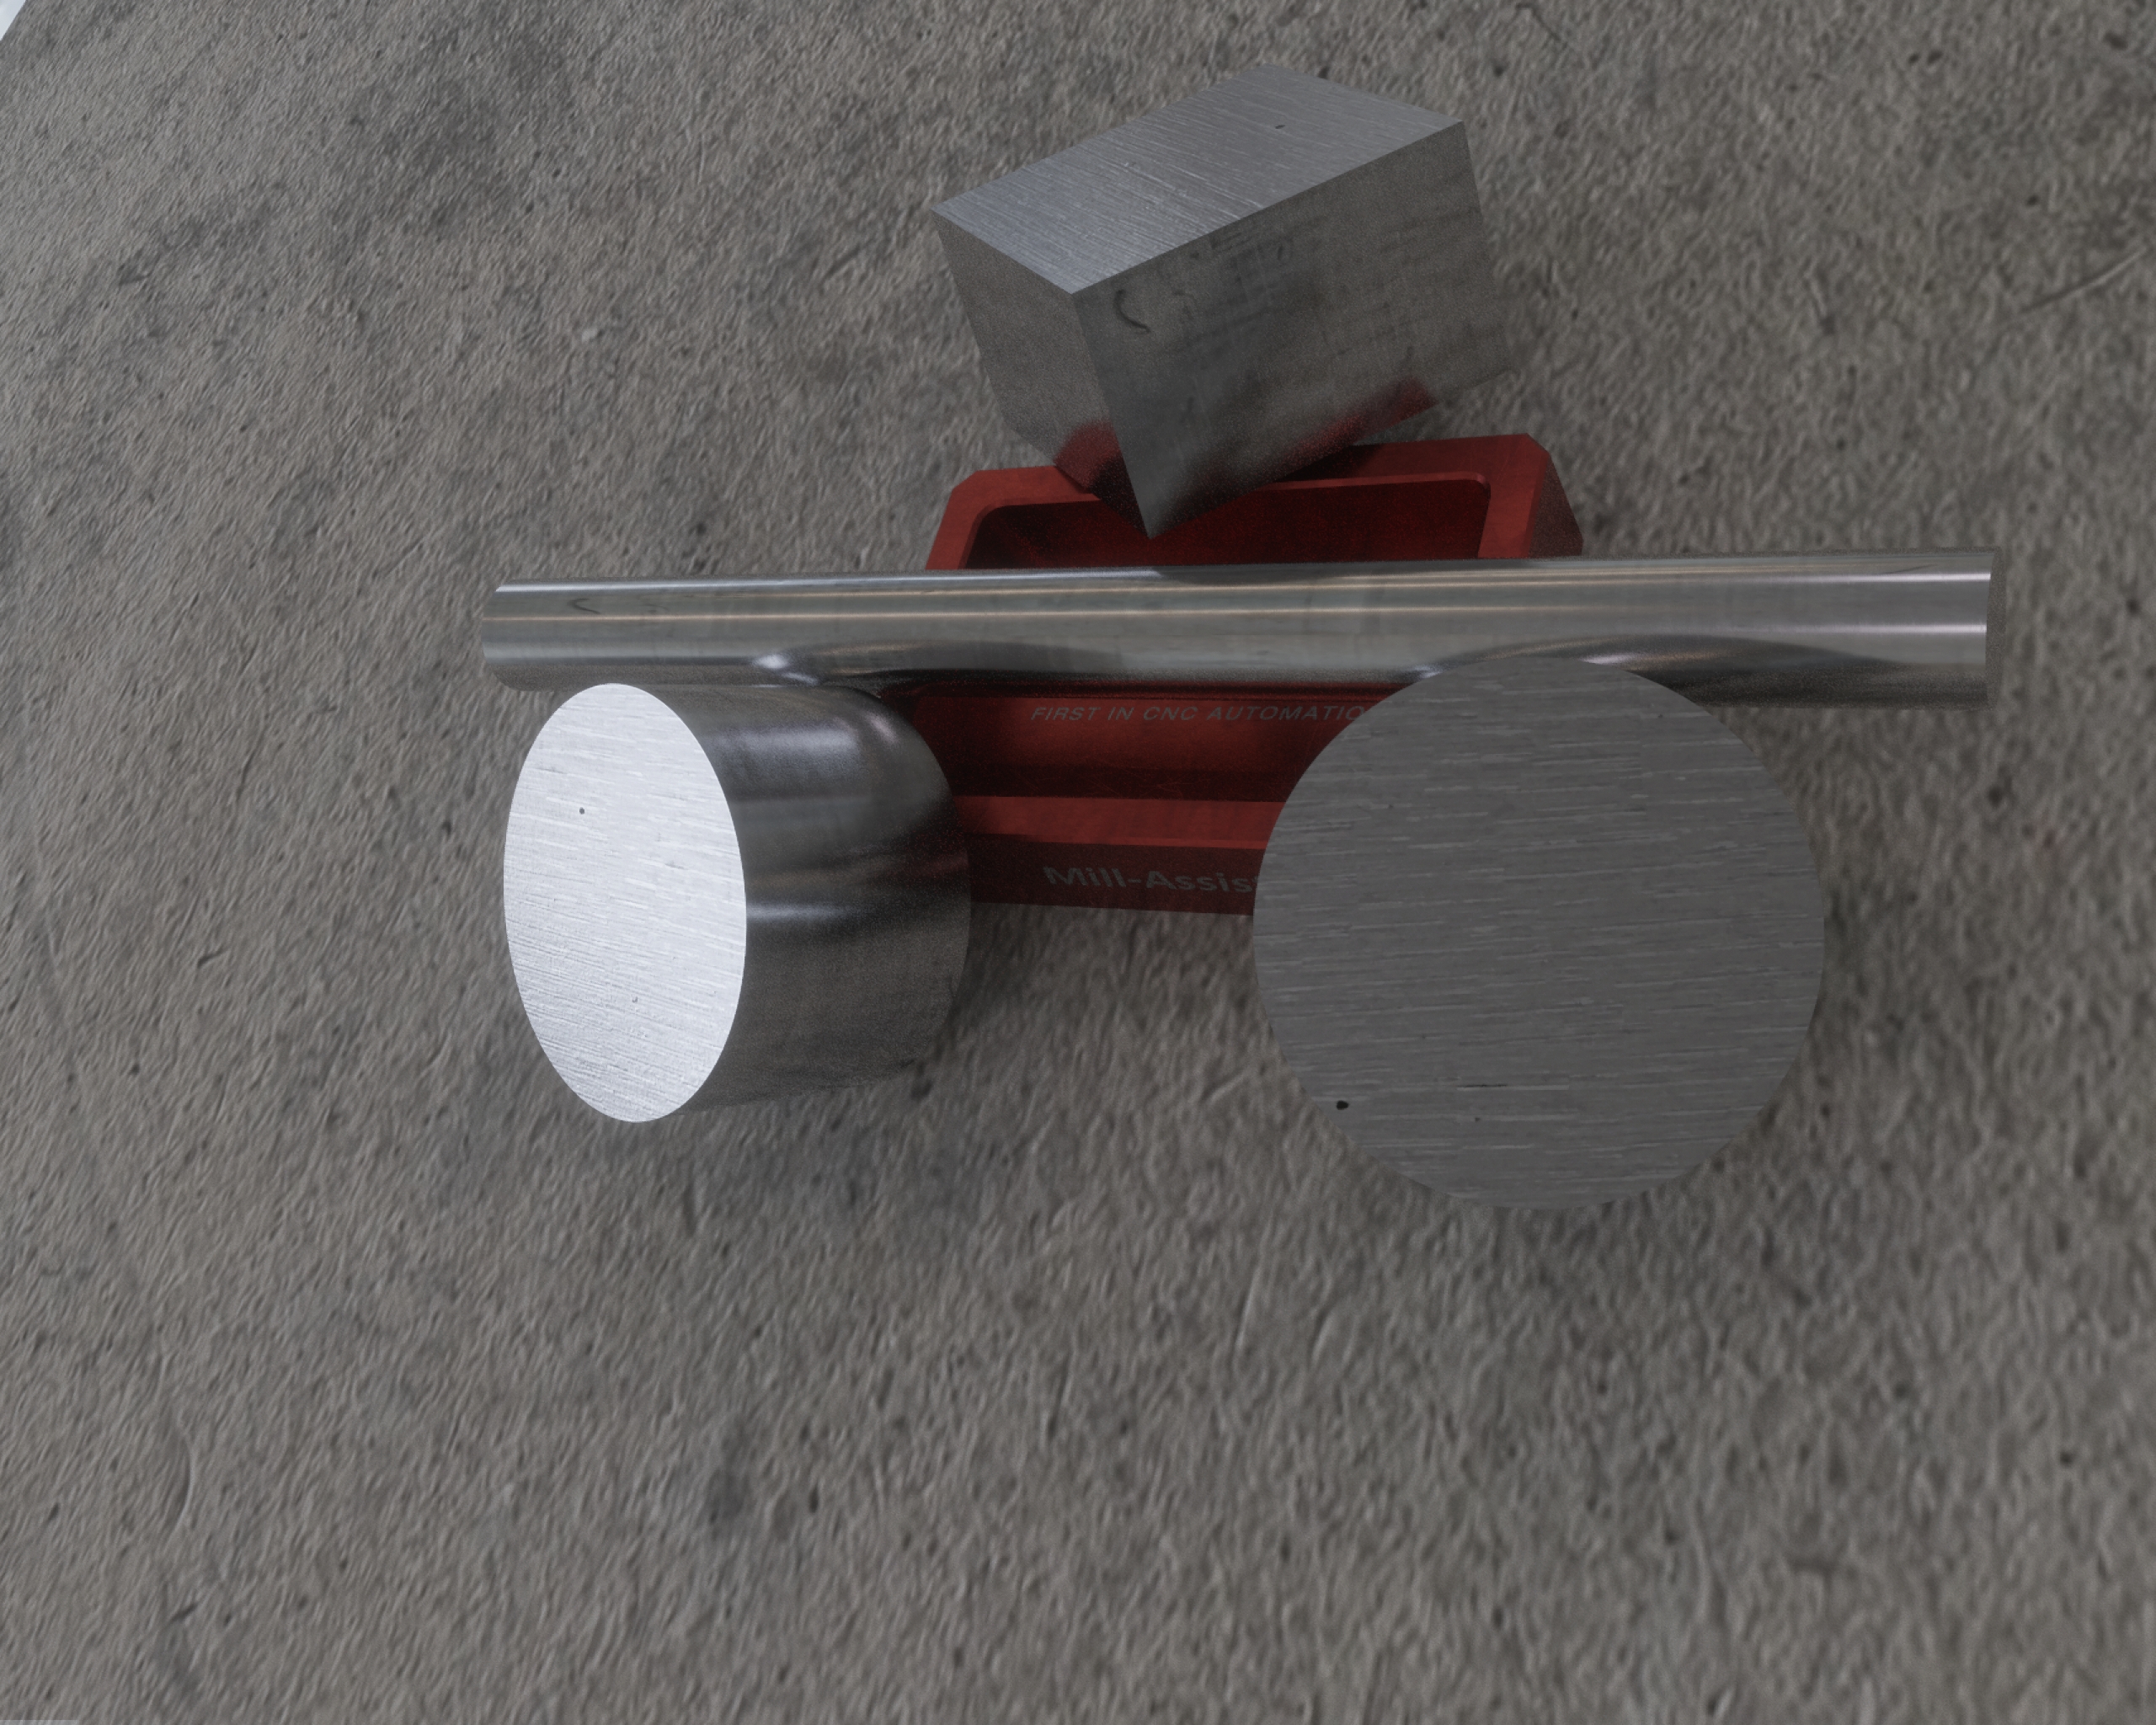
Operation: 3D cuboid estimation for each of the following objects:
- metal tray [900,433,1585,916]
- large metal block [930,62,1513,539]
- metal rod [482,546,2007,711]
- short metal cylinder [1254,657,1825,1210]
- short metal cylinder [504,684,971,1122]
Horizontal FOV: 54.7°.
[{"bbox_3d":[0.026,-0.036,0.411,0.130,0.030,0.090,2,63,29],"label":"metal tray"},{"bbox_3d":[0.027,-0.116,0.418,0.080,0.050,0.080,-26,34,-9],"label":"large metal block"},{"bbox_3d":[0.008,-0.043,0.389,0.300,0.025,0.025,3,63,29],"label":"metal rod"},{"bbox_3d":[0.069,0.012,0.325,0.080,0.050,0.080,-1,84,9],"label":"short metal cylinder"},{"bbox_3d":[-0.066,0.006,0.396,0.080,0.050,0.079,4,96,45],"label":"short metal cylinder"}]
